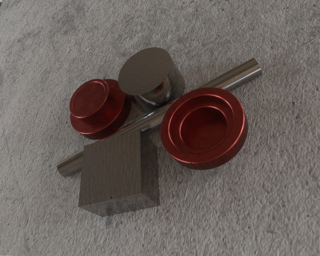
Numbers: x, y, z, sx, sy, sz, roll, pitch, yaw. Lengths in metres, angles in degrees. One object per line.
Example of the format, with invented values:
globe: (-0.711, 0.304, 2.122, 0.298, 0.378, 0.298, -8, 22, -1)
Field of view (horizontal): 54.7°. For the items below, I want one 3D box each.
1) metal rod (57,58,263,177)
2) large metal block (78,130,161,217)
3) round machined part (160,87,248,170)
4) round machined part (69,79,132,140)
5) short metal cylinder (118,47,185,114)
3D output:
metal rod: (-0.008, -0.009, 0.416, 0.300, 0.025, 0.025, -28, 52, 10)
large metal block: (-0.048, 0.057, 0.380, 0.080, 0.050, 0.080, -16, 55, 19)
round machined part: (0.054, 0.004, 0.363, 0.098, 0.042, 0.098, -13, 56, 21)
round machined part: (-0.096, -0.035, 0.466, 0.098, 0.042, 0.098, -13, 56, 21)
short metal cylinder: (-0.011, -0.066, 0.435, 0.080, 0.050, 0.080, -13, 56, 21)
